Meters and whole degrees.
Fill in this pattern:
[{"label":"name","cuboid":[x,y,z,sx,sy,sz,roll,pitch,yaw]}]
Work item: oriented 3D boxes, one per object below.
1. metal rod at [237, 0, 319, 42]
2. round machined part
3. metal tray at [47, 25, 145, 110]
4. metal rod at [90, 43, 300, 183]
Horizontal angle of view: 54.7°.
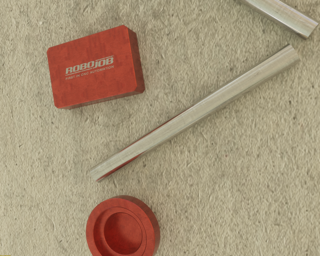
[{"label":"metal rod","cuboid":[0.059,-0.199,0.387,0.300,0.025,0.025,39,102,15]},{"label":"round machined part","cuboid":[-0.046,0.139,0.415,0.098,0.042,0.097,0,90,19]},{"label":"metal tray","cuboid":[-0.092,-0.082,0.438,0.130,0.030,0.089,-10,87,19]},{"label":"metal rod","cuboid":[0.032,-0.010,0.397,0.300,0.025,0.025,-32,80,16]}]
